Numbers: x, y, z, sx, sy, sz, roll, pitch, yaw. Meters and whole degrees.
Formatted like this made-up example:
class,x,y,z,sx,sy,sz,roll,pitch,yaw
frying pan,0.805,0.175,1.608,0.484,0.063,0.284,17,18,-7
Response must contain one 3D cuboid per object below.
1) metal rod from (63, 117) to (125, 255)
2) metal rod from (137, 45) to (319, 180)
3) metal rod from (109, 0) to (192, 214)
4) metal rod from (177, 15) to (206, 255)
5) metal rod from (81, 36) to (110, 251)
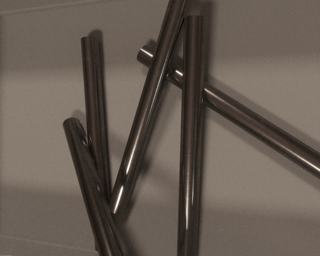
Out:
class,x,y,z,sx,sy,sz,roll,pitch,yaw
metal rod,-0.073,0.096,0.365,0.025,0.025,0.300,-41,50,15
metal rod,0.095,-0.017,0.376,0.300,0.025,0.025,35,101,16
metal rod,-0.016,-0.025,0.395,0.025,0.025,0.298,22,105,18
metal rod,0.037,0.020,0.378,0.025,0.025,0.298,4,98,19
metal rod,-0.090,0.021,0.440,0.025,0.025,0.298,-5,88,19
